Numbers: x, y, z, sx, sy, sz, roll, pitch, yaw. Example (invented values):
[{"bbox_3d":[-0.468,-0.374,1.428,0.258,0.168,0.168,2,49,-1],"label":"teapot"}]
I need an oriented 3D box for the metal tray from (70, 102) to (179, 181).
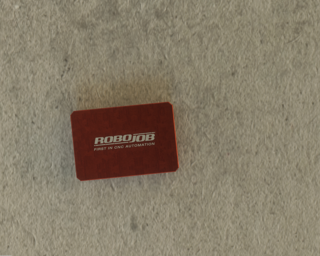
[{"bbox_3d":[-0.045,0.017,0.407,0.131,0.030,0.090,-6,90,0],"label":"metal tray"}]
